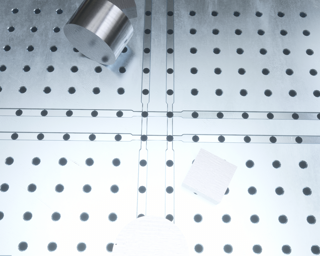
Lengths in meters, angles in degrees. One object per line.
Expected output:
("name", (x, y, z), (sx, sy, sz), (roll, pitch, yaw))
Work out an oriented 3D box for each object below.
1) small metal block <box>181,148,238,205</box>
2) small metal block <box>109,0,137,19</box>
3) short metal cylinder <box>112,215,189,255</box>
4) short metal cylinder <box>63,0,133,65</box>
("small metal block", (0.062, 0.061, 0.390), (0.050, 0.025, 0.050), (28, 72, 9))
("small metal block", (-0.067, -0.195, 0.482), (0.050, 0.025, 0.050), (-15, 71, -6))
("short metal cylinder", (-0.010, 0.141, 0.347), (0.081, 0.050, 0.080), (0, 70, 0))
("short metal cylinder", (-0.085, -0.133, 0.431), (0.080, 0.080, 0.050), (25, 72, 9))
